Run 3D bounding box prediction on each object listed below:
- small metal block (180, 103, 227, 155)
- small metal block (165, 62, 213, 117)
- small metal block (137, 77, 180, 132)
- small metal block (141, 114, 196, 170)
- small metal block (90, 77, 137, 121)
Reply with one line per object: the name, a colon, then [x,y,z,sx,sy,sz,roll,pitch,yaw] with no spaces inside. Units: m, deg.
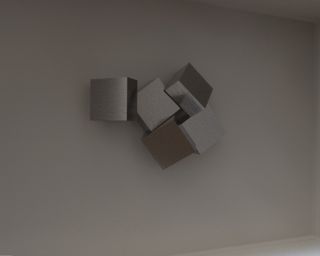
small metal block: [0.056,0.001,0.431,0.050,0.025,0.050,-38,102,-16]
small metal block: [0.040,-0.051,0.412,0.050,0.025,0.050,45,41,-15]
small metal block: [-0.011,-0.030,0.406,0.050,0.025,0.050,-39,103,-16]
small metal block: [0.012,0.018,0.402,0.050,0.025,0.050,-32,102,14]
small metal block: [-0.056,-0.033,0.374,0.050,0.025,0.050,0,89,23]
